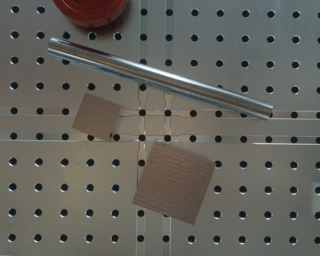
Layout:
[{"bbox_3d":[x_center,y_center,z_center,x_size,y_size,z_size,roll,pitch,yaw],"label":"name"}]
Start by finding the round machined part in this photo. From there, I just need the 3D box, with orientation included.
[{"bbox_3d":[-0.089,-0.179,0.404,0.099,0.042,0.097,0,90,-1],"label":"round machined part"}]

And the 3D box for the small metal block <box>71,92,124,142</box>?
[{"bbox_3d":[-0.082,-0.014,0.412,0.050,0.025,0.050,22,90,-1],"label":"small metal block"}]

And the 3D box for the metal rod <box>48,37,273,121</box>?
[{"bbox_3d":[0.001,-0.065,0.413,0.302,0.025,0.025,17,90,-1],"label":"metal rod"}]

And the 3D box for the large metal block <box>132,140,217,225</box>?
[{"bbox_3d":[0.017,0.067,0.401,0.080,0.050,0.080,20,90,-1],"label":"large metal block"}]
